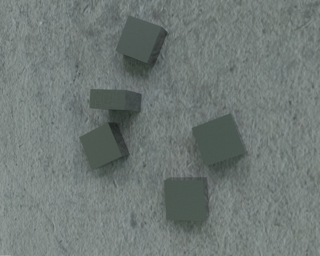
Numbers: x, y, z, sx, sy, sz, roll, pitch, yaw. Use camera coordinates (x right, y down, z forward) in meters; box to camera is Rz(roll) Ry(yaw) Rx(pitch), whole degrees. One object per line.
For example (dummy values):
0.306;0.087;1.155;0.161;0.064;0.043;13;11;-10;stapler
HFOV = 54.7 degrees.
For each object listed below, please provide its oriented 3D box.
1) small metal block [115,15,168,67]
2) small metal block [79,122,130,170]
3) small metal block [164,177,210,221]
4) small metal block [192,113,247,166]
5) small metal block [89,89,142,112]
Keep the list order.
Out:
-0.025;-0.117;0.417;0.050;0.025;0.050;25;98;18;small metal block
-0.078;0.025;0.435;0.050;0.025;0.050;-26;82;17;small metal block
0.034;0.090;0.396;0.050;0.025;0.050;-4;89;19;small metal block
0.074;0.014;0.383;0.050;0.025;0.050;-22;83;18;small metal block
-0.058;-0.036;0.415;0.050;0.050;0.025;4;92;19;small metal block
